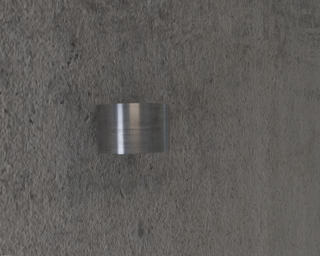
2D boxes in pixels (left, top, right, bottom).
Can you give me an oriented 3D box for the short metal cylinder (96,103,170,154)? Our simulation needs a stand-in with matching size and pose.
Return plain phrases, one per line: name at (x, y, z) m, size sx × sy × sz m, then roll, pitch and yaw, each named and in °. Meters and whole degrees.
short metal cylinder at (-0.029, 0.000, 0.344) m, size 0.081 × 0.080 × 0.050 m, roll -2°, pitch 92°, yaw -40°
